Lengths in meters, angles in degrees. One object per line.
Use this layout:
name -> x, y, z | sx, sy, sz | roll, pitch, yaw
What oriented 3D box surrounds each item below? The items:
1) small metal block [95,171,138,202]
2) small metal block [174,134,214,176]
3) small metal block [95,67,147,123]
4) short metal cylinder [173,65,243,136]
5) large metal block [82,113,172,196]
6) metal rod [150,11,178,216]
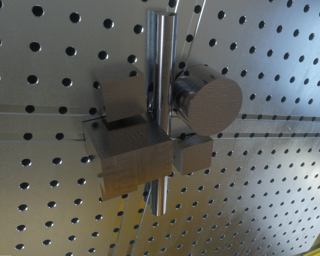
small metal block -> -0.060, 0.066, 0.421 | 0.050, 0.025, 0.050 | -15, 125, -21
small metal block -> 0.050, 0.038, 0.464 | 0.050, 0.025, 0.050 | -14, 124, -21
small metal block -> -0.045, -0.039, 0.364 | 0.050, 0.025, 0.050 | -16, 125, -20
short metal cylinder -> 0.060, -0.036, 0.406 | 0.081, 0.050, 0.079 | -14, 125, -21
large metal block -> -0.040, 0.024, 0.368 | 0.081, 0.080, 0.050 | -15, 125, -21
metal rod -> 0.002, 0.003, 0.415 | 0.025, 0.025, 0.298 | -12, 124, -22
